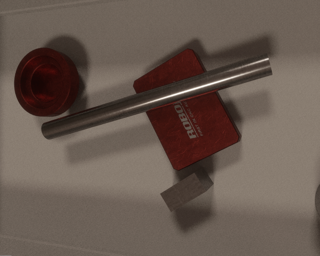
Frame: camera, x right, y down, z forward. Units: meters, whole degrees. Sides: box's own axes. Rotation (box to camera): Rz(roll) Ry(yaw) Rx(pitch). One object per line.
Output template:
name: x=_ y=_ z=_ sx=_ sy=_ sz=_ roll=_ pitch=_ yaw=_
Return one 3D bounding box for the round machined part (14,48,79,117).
round machined part: x=-0.160 y=-0.065 z=0.456 sx=0.098 sy=0.042 sz=0.097 roll=0 pitch=90 yaw=19

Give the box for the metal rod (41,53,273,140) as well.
metal rod: x=-0.019 y=-0.033 z=0.383 sx=0.301 sy=0.025 sz=0.025 roll=-15 pitch=85 yaw=19

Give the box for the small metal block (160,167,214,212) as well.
small metal block: x=0.035 y=0.075 z=0.384 sx=0.050 sy=0.050 sz=0.025 roll=-35 pitch=79 yaw=16

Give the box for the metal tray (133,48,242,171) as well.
metal tray: x=0.033 y=-0.022 z=0.395 sx=0.090 sy=0.030 sz=0.130 roll=-29 pitch=81 yaw=17

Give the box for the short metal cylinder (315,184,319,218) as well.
short metal cylinder: x=0.210 y=0.085 z=0.324 sx=0.080 sy=0.050 sz=0.079 roll=0 pitch=90 yaw=19
